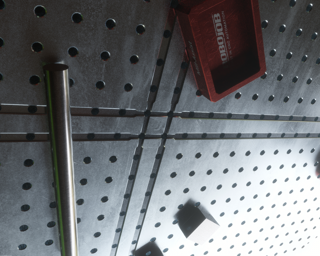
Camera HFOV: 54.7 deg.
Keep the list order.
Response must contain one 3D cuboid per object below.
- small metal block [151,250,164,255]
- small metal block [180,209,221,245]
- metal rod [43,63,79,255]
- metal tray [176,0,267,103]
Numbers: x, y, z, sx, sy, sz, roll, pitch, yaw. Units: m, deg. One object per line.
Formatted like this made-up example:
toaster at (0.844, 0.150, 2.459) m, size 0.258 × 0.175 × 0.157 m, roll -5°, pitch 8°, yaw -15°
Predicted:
small metal block at (-0.007, 0.259, 0.567) m, size 0.050 × 0.025 × 0.050 m, roll -31°, pitch 129°, yaw -9°
small metal block at (0.073, 0.181, 0.563) m, size 0.050 × 0.025 × 0.050 m, roll -48°, pitch 129°, yaw 5°
metal rod at (-0.119, 0.068, 0.387) m, size 0.025 × 0.025 × 0.298 m, roll -8°, pitch 122°, yaw -24°
metal tray at (0.081, -0.107, 0.385) m, size 0.090 × 0.030 × 0.130 m, roll -30°, pitch 129°, yaw -9°
